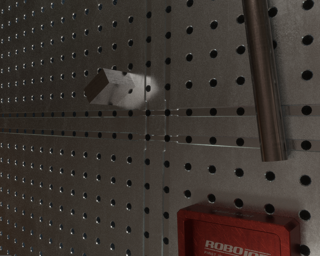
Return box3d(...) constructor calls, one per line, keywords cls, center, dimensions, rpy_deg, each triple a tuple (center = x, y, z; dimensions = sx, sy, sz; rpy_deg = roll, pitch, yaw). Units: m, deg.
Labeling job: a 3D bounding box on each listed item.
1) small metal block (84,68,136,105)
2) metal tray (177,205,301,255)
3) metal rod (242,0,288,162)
box3d(cls="small metal block", center=(-0.073, -0.058, 0.451), dimensions=(0.050, 0.050, 0.025), rpy_deg=(-39, 67, 33))
box3d(cls="metal tray", center=(0.081, 0.138, 0.338), dimensions=(0.130, 0.030, 0.089), rpy_deg=(-3, 88, 39))
box3d(cls="metal rod", center=(0.101, -0.115, 0.324), dimensions=(0.025, 0.025, 0.298), rpy_deg=(-9, 84, 39))
